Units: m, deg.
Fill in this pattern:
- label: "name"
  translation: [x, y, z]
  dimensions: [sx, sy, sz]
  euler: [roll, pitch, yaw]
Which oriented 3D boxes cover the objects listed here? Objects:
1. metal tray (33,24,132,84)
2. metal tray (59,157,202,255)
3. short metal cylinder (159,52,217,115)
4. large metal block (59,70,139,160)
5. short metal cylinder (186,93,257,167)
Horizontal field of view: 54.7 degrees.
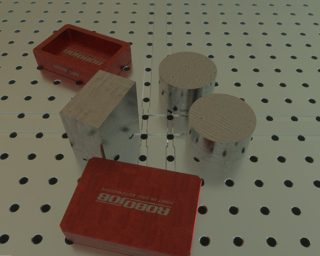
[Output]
- label: "metal tray"
  translation: [-0.124, -0.119, 0.503]
  dimensions: [0.130, 0.030, 0.090]
  euler: [22, 53, 17]
- label: "metal tray"
  translation: [-0.027, 0.085, 0.332]
  dimensions: [0.131, 0.030, 0.090]
  euler: [10, 51, 8]
- label: "short metal cylinder"
  translation: [0.038, -0.065, 0.446]
  dimensions: [0.081, 0.050, 0.080]
  euler: [0, 50, 0]
- label: "large metal block"
  translation: [-0.069, -0.010, 0.380]
  dimensions: [0.050, 0.080, 0.080]
  euler: [20, 53, 16]
- label: "short metal cylinder"
  translation: [0.075, 0.002, 0.390]
  dimensions: [0.081, 0.050, 0.080]
  euler: [0, 50, 0]
